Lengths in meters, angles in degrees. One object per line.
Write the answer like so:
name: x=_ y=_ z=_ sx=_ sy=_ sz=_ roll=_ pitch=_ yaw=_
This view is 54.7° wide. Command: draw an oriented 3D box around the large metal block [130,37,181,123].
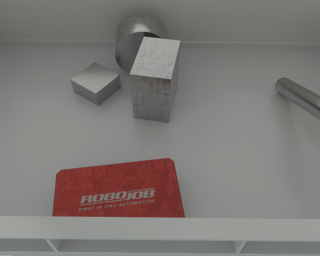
large metal block: x=-0.005 y=-0.066 z=0.425 sx=0.050 sy=0.080 sz=0.080 roll=8 pitch=51 yaw=6

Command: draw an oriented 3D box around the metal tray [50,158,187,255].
metal tray: x=-0.044 y=0.083 z=0.331 sx=0.131 sy=0.030 sz=0.090 roll=-6 pitch=50 yaw=-5

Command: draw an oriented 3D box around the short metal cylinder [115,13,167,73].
short metal cylinder: x=-0.028 y=-0.127 z=0.476 sx=0.081 sy=0.080 sz=0.050 roll=-3 pitch=50 yaw=-3

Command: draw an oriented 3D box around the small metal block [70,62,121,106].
small metal block: x=-0.094 y=-0.066 z=0.459 sx=0.050 sy=0.025 sz=0.050 roll=30 pitch=56 yaw=22

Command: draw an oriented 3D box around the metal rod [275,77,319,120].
metal rod: x=0.203 y=-0.002 z=0.329 sx=0.025 sy=0.025 sz=0.300 roll=-6 pitch=25 yaw=-5
